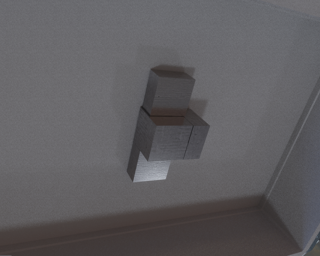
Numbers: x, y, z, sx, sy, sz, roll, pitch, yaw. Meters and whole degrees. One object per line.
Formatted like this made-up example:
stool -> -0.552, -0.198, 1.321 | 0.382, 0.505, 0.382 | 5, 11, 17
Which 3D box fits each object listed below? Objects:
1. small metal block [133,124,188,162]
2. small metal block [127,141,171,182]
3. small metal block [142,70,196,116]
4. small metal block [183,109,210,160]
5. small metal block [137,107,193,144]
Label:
small metal block -> 0.000, 0.018, 0.401 | 0.050, 0.050, 0.025 | 0, 119, -28
small metal block -> -0.014, 0.045, 0.426 | 0.050, 0.025, 0.050 | 0, 119, -28
small metal block -> 0.011, -0.043, 0.385 | 0.050, 0.025, 0.050 | 0, 119, -28
small metal block -> 0.036, 0.007, 0.414 | 0.025, 0.050, 0.050 | 0, 119, -28
small metal block -> 0.005, -0.004, 0.390 | 0.050, 0.050, 0.025 | 0, 119, -28
